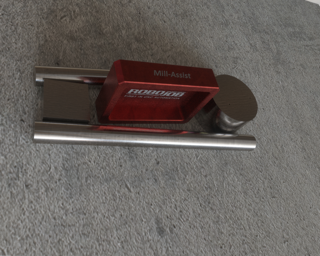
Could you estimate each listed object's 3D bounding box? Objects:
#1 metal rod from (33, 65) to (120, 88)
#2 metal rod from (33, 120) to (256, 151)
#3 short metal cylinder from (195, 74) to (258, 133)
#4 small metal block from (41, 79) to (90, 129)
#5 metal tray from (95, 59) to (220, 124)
[{"bbox_3d":[-0.016,-0.068,0.438,0.303,0.025,0.025,-3,63,-30],"label":"metal rod"},{"bbox_3d":[0.000,0.013,0.398,0.302,0.025,0.025,4,60,-26],"label":"metal rod"},{"bbox_3d":[0.096,-0.032,0.460,0.081,0.050,0.080,14,56,-21],"label":"short metal cylinder"},{"bbox_3d":[-0.111,-0.027,0.362,0.050,0.025,0.050,4,60,-26],"label":"small metal block"},{"bbox_3d":[-0.004,-0.039,0.384,0.131,0.090,0.030,0,62,-28],"label":"metal tray"}]
